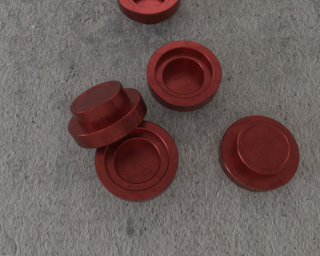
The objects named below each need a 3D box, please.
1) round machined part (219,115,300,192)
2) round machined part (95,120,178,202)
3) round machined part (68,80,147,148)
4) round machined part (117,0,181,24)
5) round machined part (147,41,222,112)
[{"bbox_3d":[0.126,0.029,0.389,0.099,0.042,0.098,0,70,0],"label":"round machined part"},{"bbox_3d":[-0.027,0.043,0.383,0.099,0.042,0.098,0,70,0],"label":"round machined part"},{"bbox_3d":[-0.069,-0.023,0.378,0.098,0.042,0.098,-18,31,12],"label":"round machined part"},{"bbox_3d":[-0.016,-0.199,0.471,0.099,0.042,0.098,0,70,0],"label":"round machined part"},{"bbox_3d":[0.032,-0.066,0.423,0.099,0.042,0.098,0,70,0],"label":"round machined part"}]
